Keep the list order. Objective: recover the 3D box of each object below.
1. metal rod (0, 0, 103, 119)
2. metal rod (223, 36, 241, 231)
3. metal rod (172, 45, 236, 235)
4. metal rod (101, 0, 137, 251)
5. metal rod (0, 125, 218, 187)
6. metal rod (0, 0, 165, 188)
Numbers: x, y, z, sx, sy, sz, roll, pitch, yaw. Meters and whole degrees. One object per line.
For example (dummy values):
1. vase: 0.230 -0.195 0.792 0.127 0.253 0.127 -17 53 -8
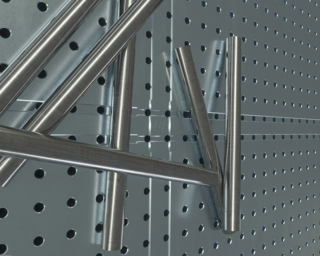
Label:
1. metal rod: -0.100 -0.107 0.324 0.025 0.025 0.300 45 63 -31
2. metal rod: 0.112 0.002 0.480 0.025 0.025 0.299 12 76 -39
3. metal rod: 0.071 0.026 0.467 0.025 0.025 0.299 -27 107 -37
4. metal rod: -0.047 -0.010 0.368 0.025 0.025 0.299 6 86 -40
5. metal rod: -0.036 0.039 0.343 0.302 0.025 0.025 17 80 -41
6. metal rod: -0.068 -0.069 0.328 0.025 0.025 0.300 46 69 -30
